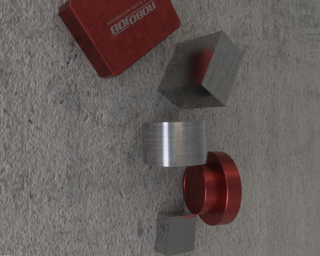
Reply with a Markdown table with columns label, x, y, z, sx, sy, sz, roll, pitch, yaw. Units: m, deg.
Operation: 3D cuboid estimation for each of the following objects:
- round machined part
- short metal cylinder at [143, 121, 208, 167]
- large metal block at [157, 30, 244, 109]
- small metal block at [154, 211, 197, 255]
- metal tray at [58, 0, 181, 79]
| label | x | y | z | sx | sy | sz | roll | pitch | yaw |
| --- | --- | --- | --- | --- | --- | --- | --- | --- | --- |
| round machined part | 0.063 | 0.080 | 0.414 | 0.042 | 0.098 | 0.097 | 2 | 89 | -20 |
| short metal cylinder | 0.019 | 0.017 | 0.385 | 0.081 | 0.080 | 0.050 | -2 | 92 | -40 |
| large metal block | 0.053 | -0.074 | 0.413 | 0.050 | 0.080 | 0.080 | 35 | 68 | -35 |
| small metal block | 0.022 | 0.142 | 0.423 | 0.050 | 0.025 | 0.050 | 8 | 85 | -40 |
| metal tray | -0.041 | -0.130 | 0.367 | 0.131 | 0.030 | 0.090 | -46 | 118 | -30 |
